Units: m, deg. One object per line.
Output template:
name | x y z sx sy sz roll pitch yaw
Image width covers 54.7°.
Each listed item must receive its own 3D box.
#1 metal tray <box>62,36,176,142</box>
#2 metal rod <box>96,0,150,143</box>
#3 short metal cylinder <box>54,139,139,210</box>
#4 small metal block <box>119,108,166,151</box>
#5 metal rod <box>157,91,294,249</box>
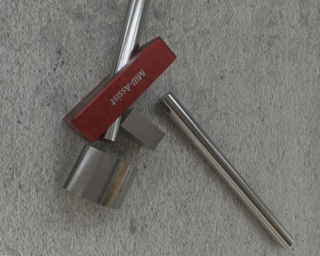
metal tray | -0.050 -0.044 0.355 0.130 0.090 0.030 -47 109 -14
metal rod | -0.031 -0.129 0.374 0.025 0.025 0.299 17 75 -20
short metal cylinder | -0.071 0.052 0.354 0.080 0.080 0.050 28 81 -18
small metal block | -0.028 0.002 0.386 0.050 0.050 0.025 39 78 -16
metal rod | 0.101 0.068 0.448 0.025 0.025 0.300 -45 104 -15
